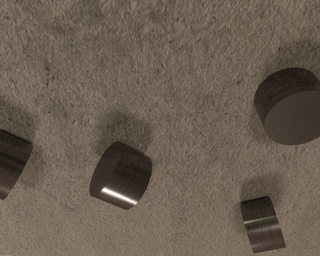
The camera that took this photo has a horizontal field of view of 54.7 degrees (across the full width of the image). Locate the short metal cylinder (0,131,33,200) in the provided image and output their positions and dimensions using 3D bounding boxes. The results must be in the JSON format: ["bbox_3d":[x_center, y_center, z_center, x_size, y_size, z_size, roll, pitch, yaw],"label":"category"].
[{"bbox_3d":[-0.212,0.048,0.409,0.050,0.080,0.080,30,124,-23],"label":"short metal cylinder"}]

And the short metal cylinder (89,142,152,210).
[{"bbox_3d":[-0.055,0.065,0.426,0.050,0.080,0.080,30,124,-23],"label":"short metal cylinder"}]

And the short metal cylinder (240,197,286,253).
[{"bbox_3d":[0.169,0.160,0.510,0.050,0.080,0.080,-17,128,13],"label":"short metal cylinder"}]

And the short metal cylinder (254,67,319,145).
[{"bbox_3d":[0.160,-0.025,0.372,0.081,0.050,0.079,0,130,0],"label":"short metal cylinder"}]
